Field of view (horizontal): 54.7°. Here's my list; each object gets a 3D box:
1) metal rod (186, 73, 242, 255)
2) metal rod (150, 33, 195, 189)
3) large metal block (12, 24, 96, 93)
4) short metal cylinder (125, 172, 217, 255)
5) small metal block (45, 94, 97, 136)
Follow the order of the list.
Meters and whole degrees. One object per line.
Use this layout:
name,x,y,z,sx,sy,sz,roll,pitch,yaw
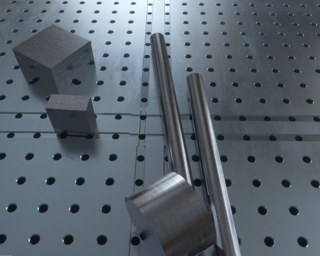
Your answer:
metal rod,0.061,0.041,0.374,0.025,0.025,0.300,-2,50,-2
metal rod,0.011,-0.040,0.441,0.025,0.025,0.300,-5,50,-4
large metal block,-0.161,-0.108,0.480,0.080,0.050,0.080,28,55,21
short metal cylinder,0.008,0.089,0.297,0.050,0.080,0.080,-27,55,-21
small metal block,-0.114,-0.016,0.404,0.050,0.050,0.025,4,50,3
